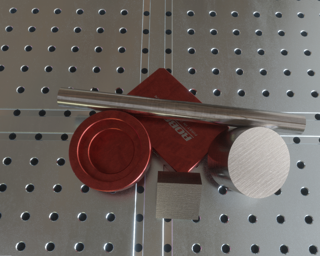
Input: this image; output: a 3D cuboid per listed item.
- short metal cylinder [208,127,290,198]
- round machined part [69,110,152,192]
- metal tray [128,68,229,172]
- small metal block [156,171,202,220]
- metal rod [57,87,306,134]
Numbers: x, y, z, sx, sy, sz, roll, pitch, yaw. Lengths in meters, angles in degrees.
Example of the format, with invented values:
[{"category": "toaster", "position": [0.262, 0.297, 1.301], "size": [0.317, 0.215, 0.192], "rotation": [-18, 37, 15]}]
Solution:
[{"category": "short metal cylinder", "position": [0.104, 0.039, 0.369], "size": [0.081, 0.050, 0.079], "rotation": [0, 89, -17]}, {"category": "round machined part", "position": [-0.058, 0.030, 0.386], "size": [0.099, 0.042, 0.098], "rotation": [-1, 76, 4]}, {"category": "metal tray", "position": [0.015, -0.008, 0.413], "size": [0.090, 0.030, 0.130], "rotation": [-42, 76, -14]}, {"category": "small metal block", "position": [0.021, 0.080, 0.368], "size": [0.050, 0.025, 0.050], "rotation": [3, 113, 0]}, {"category": "metal rod", "position": [0.025, -0.022, 0.386], "size": [0.302, 0.025, 0.025], "rotation": [7, 70, 2]}]
